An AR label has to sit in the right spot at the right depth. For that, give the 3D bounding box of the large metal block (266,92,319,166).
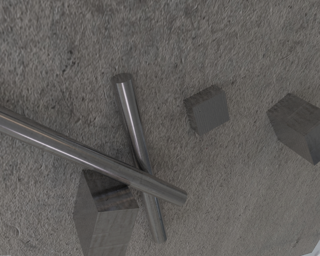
[{"bbox_3d":[0.227,0.001,0.496,0.050,0.080,0.080,-40,130,-1],"label":"large metal block"}]

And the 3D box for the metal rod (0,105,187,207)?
[{"bbox_3d":[-0.081,0.036,0.364,0.301,0.025,0.025,30,102,-32],"label":"metal rod"}]

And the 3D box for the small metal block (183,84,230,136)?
[{"bbox_3d":[0.065,-0.024,0.427,0.050,0.025,0.050,-28,128,-11],"label":"small metal block"}]

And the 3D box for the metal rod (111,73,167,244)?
[{"bbox_3d":[-0.021,0.064,0.434,0.025,0.025,0.298,-22,127,-16],"label":"metal rod"}]

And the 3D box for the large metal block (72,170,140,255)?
[{"bbox_3d":[-0.073,0.109,0.399,0.050,0.080,0.079,2,117,-30],"label":"large metal block"}]
